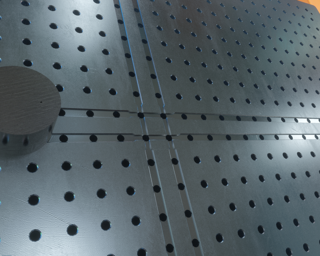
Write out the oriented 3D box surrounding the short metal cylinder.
[{"bbox_3d":[-0.149,-0.017,0.323,0.081,0.050,0.080,14,56,-21],"label":"short metal cylinder"}]
